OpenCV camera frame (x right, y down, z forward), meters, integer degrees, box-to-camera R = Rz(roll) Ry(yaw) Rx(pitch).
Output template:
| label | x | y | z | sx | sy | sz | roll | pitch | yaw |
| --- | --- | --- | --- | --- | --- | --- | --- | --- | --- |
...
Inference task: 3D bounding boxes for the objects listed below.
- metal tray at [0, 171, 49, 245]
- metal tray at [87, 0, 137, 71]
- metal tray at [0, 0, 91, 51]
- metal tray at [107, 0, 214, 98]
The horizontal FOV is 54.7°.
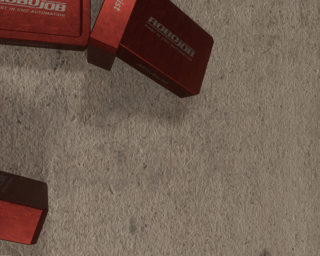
| label | x | y | z | sx | sy | sz | roll | pitch | yaw |
| --- | --- | --- | --- | --- | --- | --- | --- | --- | --- |
| metal tray | -0.157 | 0.066 | 0.295 | 0.091 | 0.130 | 0.030 | 20 | 83 | -19 |
| metal tray | -0.046 | -0.138 | 0.356 | 0.030 | 0.090 | 0.130 | 21 | 83 | -12 |
| metal tray | -0.147 | -0.140 | 0.351 | 0.131 | 0.030 | 0.089 | 0 | 90 | -21 |
| metal tray | 0.005 | -0.106 | 0.384 | 0.131 | 0.030 | 0.090 | 29 | 70 | -33 |
